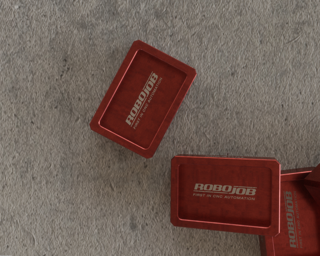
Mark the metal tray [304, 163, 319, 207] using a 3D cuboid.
[{"bbox_3d":[0.254,0.060,0.388,0.130,0.030,0.090,-40,99,-13],"label":"metal tray"}]

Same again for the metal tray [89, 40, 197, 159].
[{"bbox_3d":[-0.021,-0.037,0.407,0.090,0.030,0.130,28,90,0],"label":"metal tray"}]

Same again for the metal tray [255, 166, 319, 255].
[{"bbox_3d":[0.177,0.121,0.408,0.091,0.030,0.129,-7,90,0],"label":"metal tray"}]

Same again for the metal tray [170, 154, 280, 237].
[{"bbox_3d":[0.080,0.081,0.389,0.130,0.030,0.089,1,90,16],"label":"metal tray"}]
